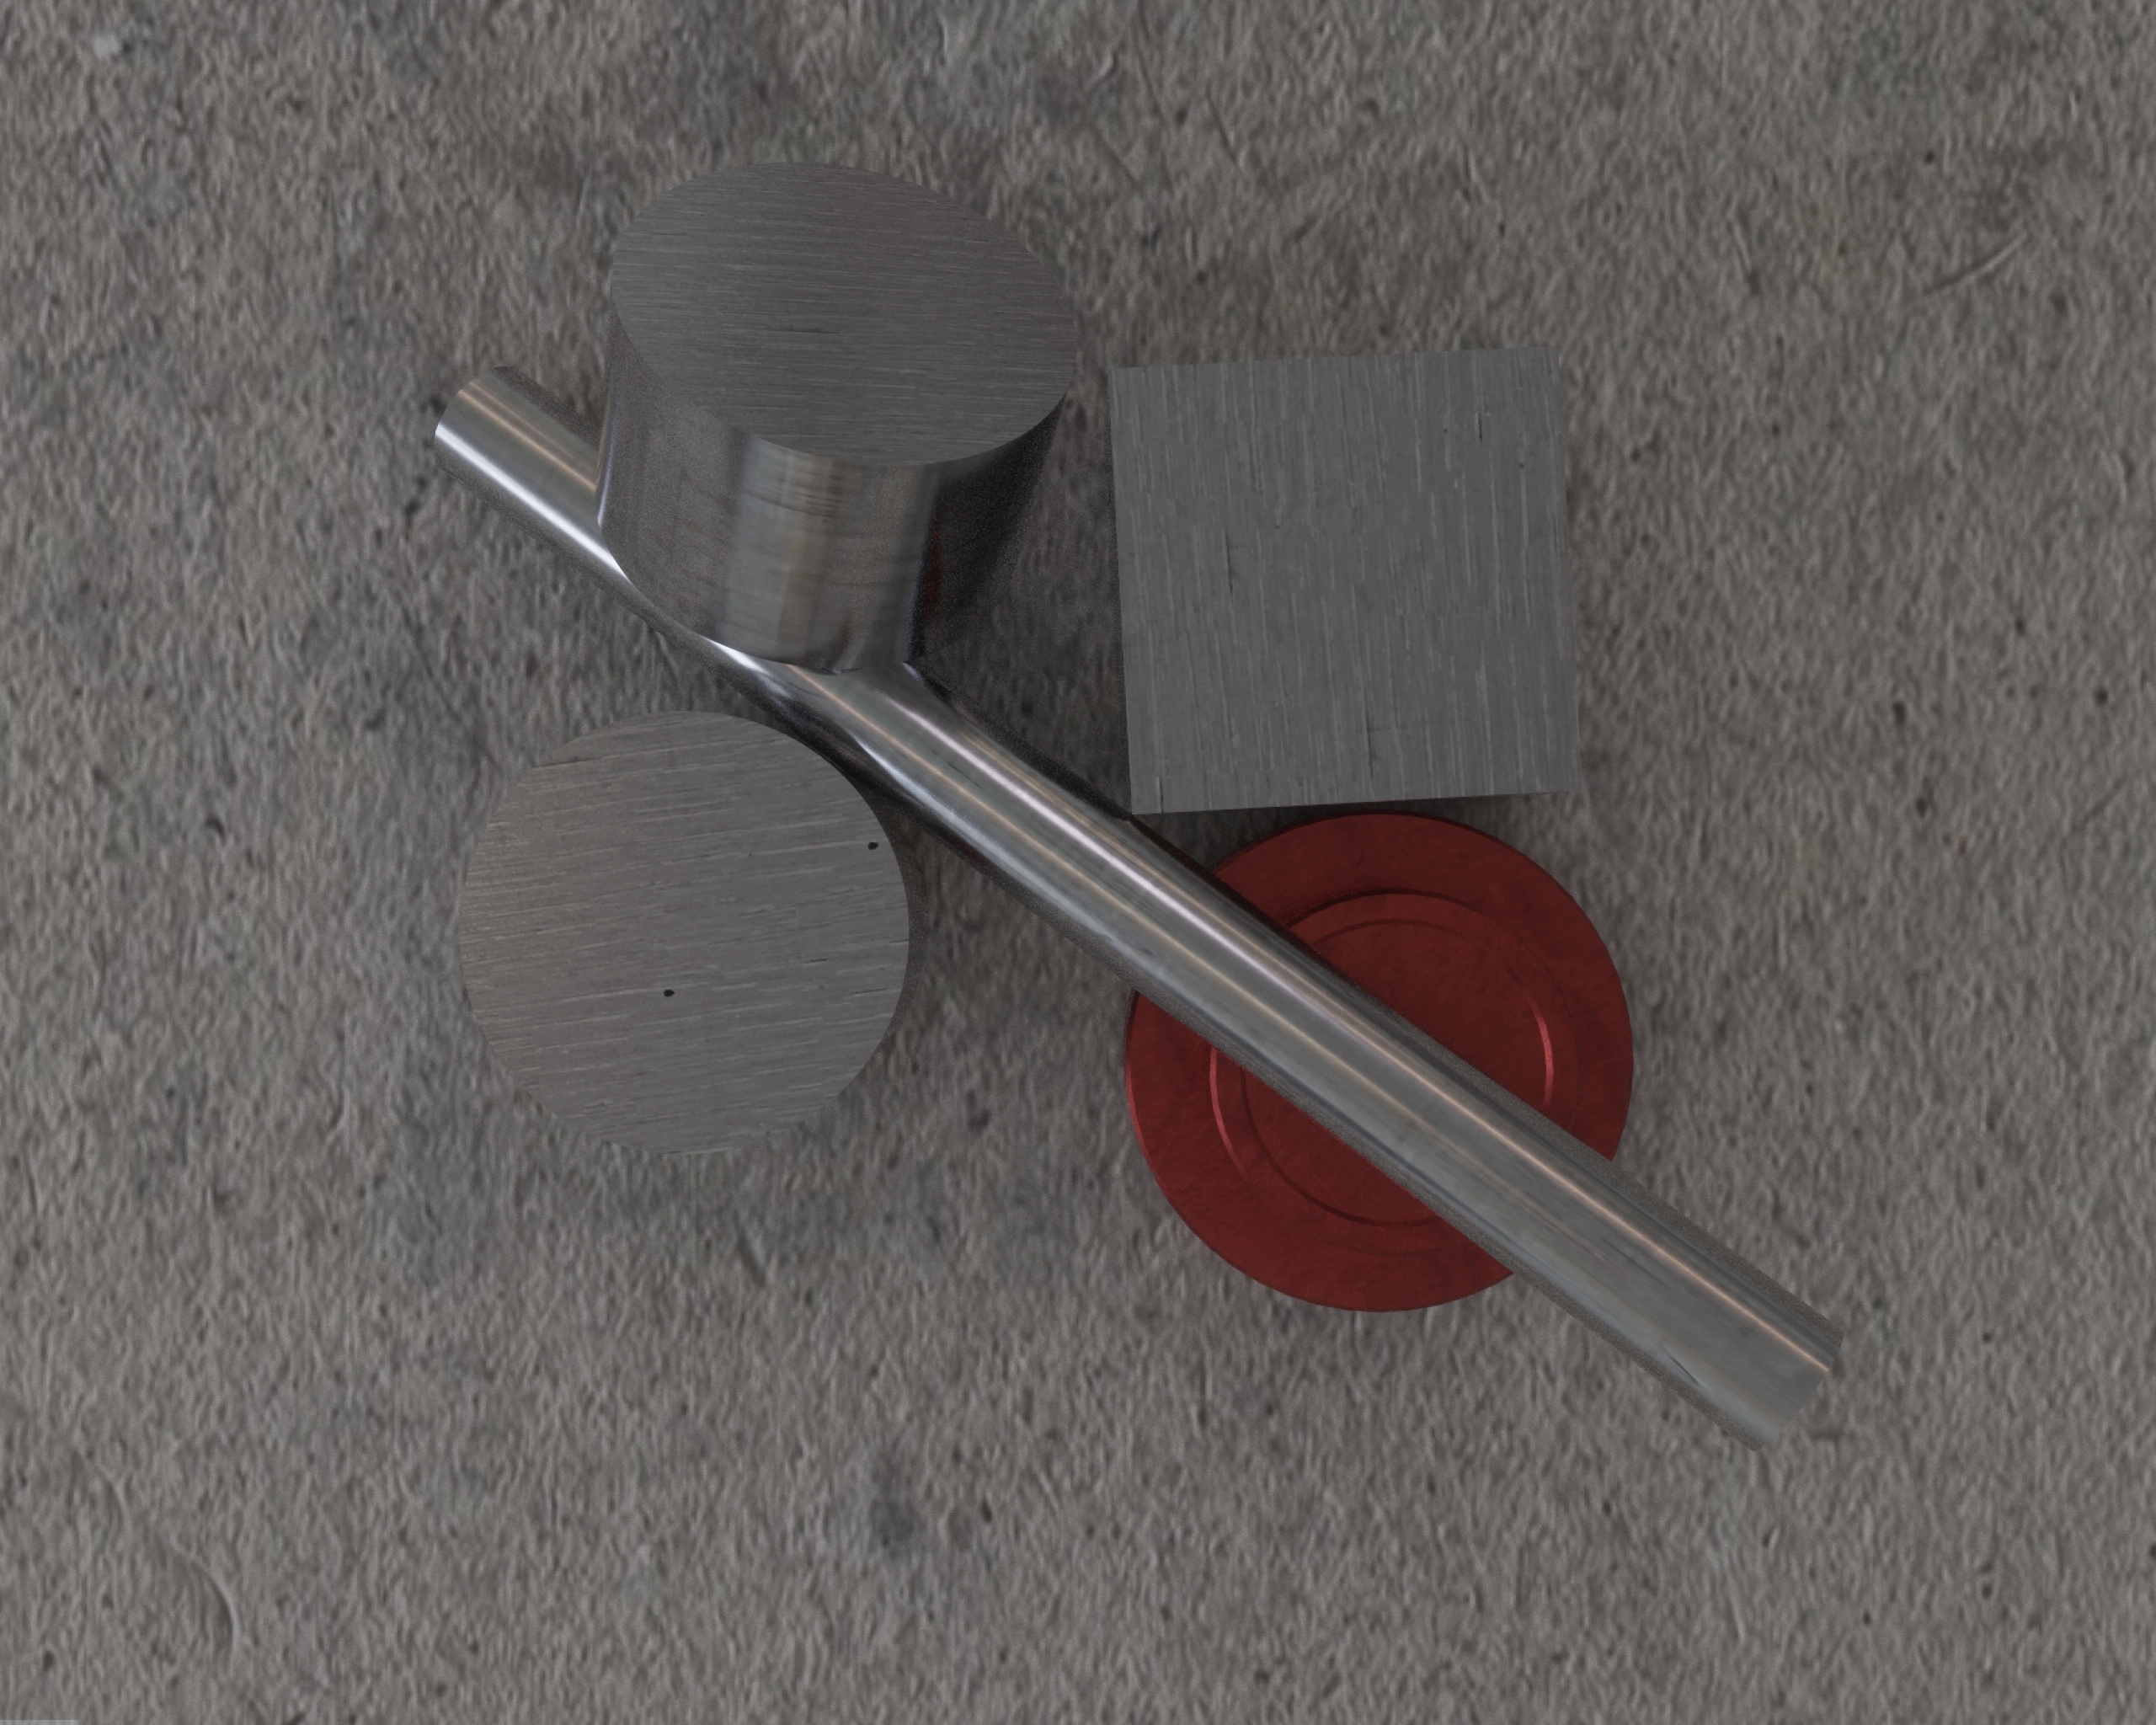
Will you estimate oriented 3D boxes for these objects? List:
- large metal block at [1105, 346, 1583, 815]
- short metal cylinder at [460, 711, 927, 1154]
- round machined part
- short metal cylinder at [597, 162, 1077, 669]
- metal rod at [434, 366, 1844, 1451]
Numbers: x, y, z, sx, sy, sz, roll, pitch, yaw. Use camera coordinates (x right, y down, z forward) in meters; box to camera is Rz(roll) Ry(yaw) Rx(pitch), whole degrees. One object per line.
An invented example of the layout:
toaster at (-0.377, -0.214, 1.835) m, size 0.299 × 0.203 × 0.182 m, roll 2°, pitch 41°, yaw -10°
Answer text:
large metal block at (0.048, -0.051, 0.397) m, size 0.081 × 0.050 × 0.080 m, roll -3°, pitch 90°, yaw 0°
short metal cylinder at (-0.071, 0.012, 0.399) m, size 0.081 × 0.050 × 0.080 m, roll 0°, pitch 90°, yaw 0°
round machined part at (0.058, 0.038, 0.402) m, size 0.099 × 0.042 × 0.097 m, roll 0°, pitch 90°, yaw 0°
short metal cylinder at (-0.045, -0.082, 0.379) m, size 0.081 × 0.050 × 0.080 m, roll 9°, pitch 51°, yaw -11°
metal rod at (0.001, 0.000, 0.377) m, size 0.300 × 0.025 × 0.025 m, roll 36°, pitch 90°, yaw 13°
